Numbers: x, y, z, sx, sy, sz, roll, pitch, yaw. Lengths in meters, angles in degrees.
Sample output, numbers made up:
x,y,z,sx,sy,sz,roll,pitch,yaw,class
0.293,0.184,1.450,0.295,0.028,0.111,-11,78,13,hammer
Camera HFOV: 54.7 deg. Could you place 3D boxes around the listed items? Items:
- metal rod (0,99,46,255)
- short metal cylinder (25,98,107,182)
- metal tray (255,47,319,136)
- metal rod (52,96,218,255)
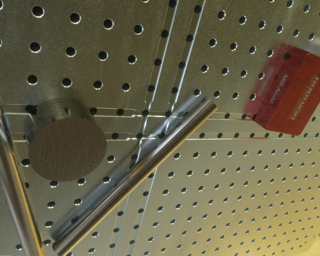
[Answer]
x,y,z,sx,sy,sz,roll,pitch,yaw,class
-0.171,0.071,0.362,0.025,0.025,0.298,-14,124,-21,metal rod
-0.106,0.013,0.346,0.081,0.050,0.079,-14,124,-21,short metal cylinder
0.219,-0.054,0.498,0.091,0.030,0.129,9,114,-33,metal tray
-0.036,0.069,0.435,0.300,0.025,0.025,-44,130,2,metal rod
